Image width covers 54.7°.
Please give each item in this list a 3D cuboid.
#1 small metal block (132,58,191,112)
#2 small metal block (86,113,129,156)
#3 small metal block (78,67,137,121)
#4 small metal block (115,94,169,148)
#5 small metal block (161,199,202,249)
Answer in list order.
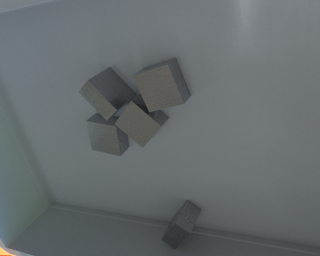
[{"bbox_3d":[0.003,-0.051,0.374,0.050,0.025,0.050,-11,113,32],"label":"small metal block"},{"bbox_3d":[-0.076,0.009,0.453,0.050,0.025,0.050,10,123,22],"label":"small metal block"},{"bbox_3d":[-0.066,-0.045,0.398,0.050,0.050,0.025,46,129,-4],"label":"small metal block"},{"bbox_3d":[-0.025,-0.010,0.414,0.050,0.025,0.050,41,129,0],"label":"small metal block"},{"bbox_3d":[0.032,0.144,0.463,0.025,0.050,0.050,34,129,5],"label":"small metal block"}]
